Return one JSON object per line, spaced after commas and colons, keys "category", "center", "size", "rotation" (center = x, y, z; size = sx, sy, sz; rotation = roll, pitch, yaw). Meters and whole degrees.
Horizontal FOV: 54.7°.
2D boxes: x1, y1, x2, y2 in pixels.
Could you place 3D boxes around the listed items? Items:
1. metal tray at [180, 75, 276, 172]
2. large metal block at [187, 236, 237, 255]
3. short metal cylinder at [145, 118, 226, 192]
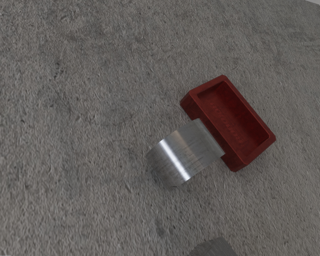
{"category": "metal tray", "center": [0.102, -0.011, 0.461], "size": [0.091, 0.030, 0.130], "rotation": [-29, 78, -38]}
{"category": "large metal block", "center": [0.052, 0.172, 0.311], "size": [0.081, 0.050, 0.080], "rotation": [-32, 80, -38]}
{"category": "short metal cylinder", "center": [0.030, 0.032, 0.365], "size": [0.081, 0.080, 0.050], "rotation": [-27, 77, -37]}
